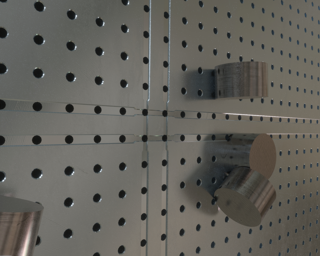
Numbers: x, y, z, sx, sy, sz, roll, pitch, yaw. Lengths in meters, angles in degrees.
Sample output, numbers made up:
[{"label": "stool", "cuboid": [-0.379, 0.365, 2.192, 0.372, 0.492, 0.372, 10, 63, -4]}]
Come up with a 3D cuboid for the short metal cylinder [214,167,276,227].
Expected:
[{"label": "short metal cylinder", "cuboid": [0.134, 0.108, 0.489, 0.050, 0.080, 0.080, -43, 116, -32]}]

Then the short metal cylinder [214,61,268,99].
[{"label": "short metal cylinder", "cuboid": [0.126, -0.071, 0.482, 0.081, 0.080, 0.050, -4, 93, -40]}]

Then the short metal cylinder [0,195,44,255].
[{"label": "short metal cylinder", "cuboid": [-0.143, 0.086, 0.254, 0.081, 0.080, 0.050, 17, 80, -39]}]

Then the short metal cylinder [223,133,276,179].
[{"label": "short metal cylinder", "cuboid": [0.153, 0.048, 0.524, 0.081, 0.050, 0.079, 0, 90, -40]}]
